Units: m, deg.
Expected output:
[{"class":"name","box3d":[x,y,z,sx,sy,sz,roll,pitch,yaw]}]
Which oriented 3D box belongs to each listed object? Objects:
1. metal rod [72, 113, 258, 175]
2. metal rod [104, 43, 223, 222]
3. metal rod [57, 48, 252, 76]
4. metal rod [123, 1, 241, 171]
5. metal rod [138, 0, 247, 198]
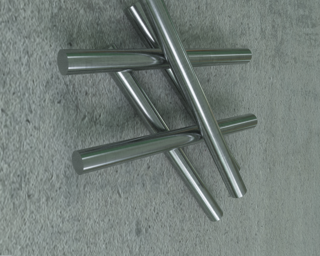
[{"class":"metal rod","box3d":[0.032,0.012,0.403,0.302,0.025,0.025,-11,98,-40]},{"class":"metal rod","box3d":[0.012,0.022,0.418,0.025,0.025,0.299,-49,119,-29]},{"class":"metal rod","box3d":[0.020,-0.088,0.393,0.302,0.025,0.025,-13,98,-40]},{"class":"metal rod","box3d":[0.043,-0.040,0.444,0.025,0.025,0.299,-51,120,-28]},{"class":"metal rod","box3d":[0.046,-0.032,0.382,0.025,0.025,0.299,-42,116,-32]}]
